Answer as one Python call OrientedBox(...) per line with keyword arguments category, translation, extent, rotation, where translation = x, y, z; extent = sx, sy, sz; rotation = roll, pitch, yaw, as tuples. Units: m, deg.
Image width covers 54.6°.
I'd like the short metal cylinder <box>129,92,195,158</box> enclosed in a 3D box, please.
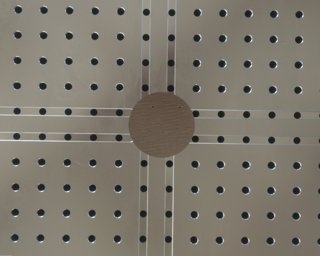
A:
OrientedBox(category="short metal cylinder", translation=(0.002, -0.004, 0.401), extent=(0.080, 0.050, 0.080), rotation=(0, 90, 0))
